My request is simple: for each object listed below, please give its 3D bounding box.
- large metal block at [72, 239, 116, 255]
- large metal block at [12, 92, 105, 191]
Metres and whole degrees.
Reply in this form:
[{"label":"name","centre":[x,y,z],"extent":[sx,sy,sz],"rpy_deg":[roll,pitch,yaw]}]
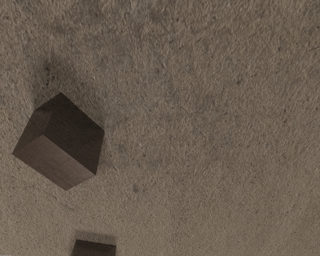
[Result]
[{"label":"large metal block","centre":[-0.139,0.273,0.621],"extent":[0.081,0.050,0.079],"rpy_deg":[15,129,-13]},{"label":"large metal block","centre":[-0.120,0.017,0.384],"extent":[0.050,0.080,0.080],"rpy_deg":[-28,125,22]}]
